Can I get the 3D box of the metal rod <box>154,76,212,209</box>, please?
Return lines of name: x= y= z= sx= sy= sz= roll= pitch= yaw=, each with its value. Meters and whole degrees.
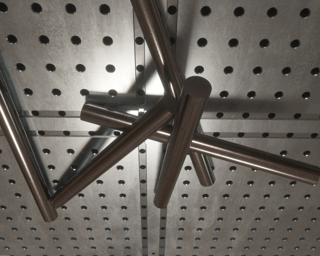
metal rod: x=0.017 y=0.044 z=0.393 sx=0.025 sy=0.025 sz=0.298 roll=4 pitch=148 yaw=-4

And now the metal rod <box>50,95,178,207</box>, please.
metal rod: x=-0.078 y=0.047 z=0.417 sx=0.025 sy=0.025 sz=0.299 roll=30 pitch=134 yaw=-24

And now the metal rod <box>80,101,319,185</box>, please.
metal rod: x=0.049 y=0.019 z=0.390 sx=0.302 sy=0.025 sz=0.025 roll=16 pitch=129 yaw=1

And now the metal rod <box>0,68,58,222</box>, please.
metal rod: x=-0.193 y=0.040 z=0.442 sx=0.025 sy=0.025 sz=0.298 roll=-1 pitch=130 yaw=0

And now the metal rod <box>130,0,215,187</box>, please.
metal rod: x=0.027 y=-0.026 z=0.389 sx=0.025 sy=0.025 sz=0.299 roll=-14 pitch=129 yaw=11
